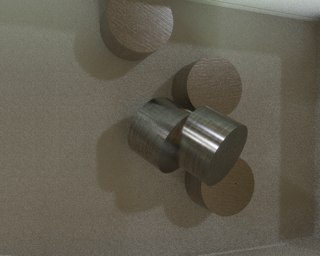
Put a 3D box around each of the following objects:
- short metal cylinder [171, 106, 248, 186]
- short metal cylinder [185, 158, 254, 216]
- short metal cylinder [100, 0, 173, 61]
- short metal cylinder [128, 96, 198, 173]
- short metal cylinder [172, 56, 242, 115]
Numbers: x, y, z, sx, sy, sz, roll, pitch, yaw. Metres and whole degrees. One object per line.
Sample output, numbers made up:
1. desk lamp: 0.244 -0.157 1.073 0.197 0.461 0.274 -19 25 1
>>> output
1. short metal cylinder: 0.058 0.021 0.364 0.081 0.050 0.079 -35 142 -33
2. short metal cylinder: 0.081 0.075 0.427 0.081 0.050 0.080 0 90 -20
3. short metal cylinder: -0.030 -0.128 0.386 0.081 0.050 0.080 0 90 -20
4. short metal cylinder: 0.008 0.008 0.378 0.081 0.050 0.079 -35 142 -33
5. short metal cylinder: 0.063 -0.053 0.420 0.081 0.050 0.080 0 90 -20
